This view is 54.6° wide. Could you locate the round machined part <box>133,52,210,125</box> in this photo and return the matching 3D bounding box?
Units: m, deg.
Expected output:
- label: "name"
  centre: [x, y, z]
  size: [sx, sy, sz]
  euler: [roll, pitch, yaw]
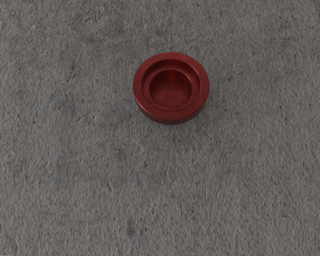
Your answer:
- label: "round machined part"
  centre: [0.015, -0.049, 0.417]
  size: [0.099, 0.042, 0.098]
  euler: [0, 70, 0]
